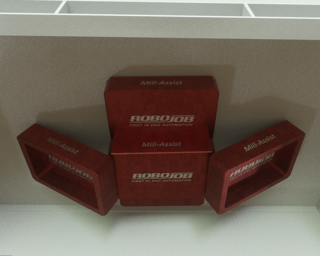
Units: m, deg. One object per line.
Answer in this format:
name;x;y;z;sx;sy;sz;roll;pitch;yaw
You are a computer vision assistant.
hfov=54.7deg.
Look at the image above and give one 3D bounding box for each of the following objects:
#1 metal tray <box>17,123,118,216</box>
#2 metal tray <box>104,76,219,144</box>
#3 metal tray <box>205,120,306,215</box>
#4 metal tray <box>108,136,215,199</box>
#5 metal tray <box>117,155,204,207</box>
metal tray;-0.120;0.055;0.409;0.130;0.030;0.089;21;135;21
metal tray;0.002;-0.018;0.387;0.131;0.030;0.089;-1;130;0
metal tray;0.123;0.051;0.407;0.131;0.030;0.089;-21;134;-21
metal tray;0.003;0.054;0.410;0.131;0.030;0.089;-1;130;0
metal tray;0.003;0.080;0.470;0.131;0.030;0.089;-1;130;0
